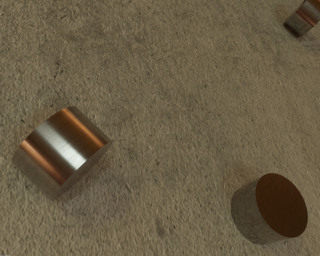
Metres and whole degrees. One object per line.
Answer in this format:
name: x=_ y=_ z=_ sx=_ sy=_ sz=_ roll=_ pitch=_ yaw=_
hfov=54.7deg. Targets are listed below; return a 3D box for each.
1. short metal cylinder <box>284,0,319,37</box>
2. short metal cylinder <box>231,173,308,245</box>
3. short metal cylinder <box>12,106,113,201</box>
short metal cylinder: x=0.331 y=-0.254 z=0.701 sx=0.050 sy=0.080 sz=0.080 roll=42 pitch=51 yaw=0
short metal cylinder: x=0.140 y=0.105 z=0.399 sx=0.081 sy=0.050 sz=0.080 roll=14 pitch=56 yaw=-21
short metal cylinder: x=-0.093 y=0.024 z=0.303 sx=0.050 sy=0.080 sz=0.080 roll=44 pitch=51 yaw=2
